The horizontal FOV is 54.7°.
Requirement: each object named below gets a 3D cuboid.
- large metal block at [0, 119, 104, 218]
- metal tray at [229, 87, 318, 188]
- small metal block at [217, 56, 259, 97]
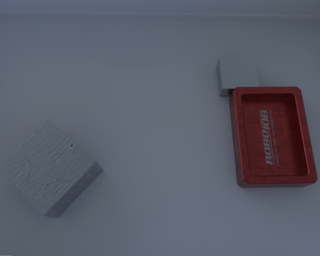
[{"bbox_3d":[-0.130,0.050,0.376,0.080,0.050,0.080,39,74,13],"label":"large metal block"},{"bbox_3d":[0.143,0.010,0.404,0.091,0.030,0.130,0,70,-1],"label":"metal tray"},{"bbox_3d":[0.109,-0.072,0.438,0.050,0.025,0.050,-1,70,-1],"label":"small metal block"}]
